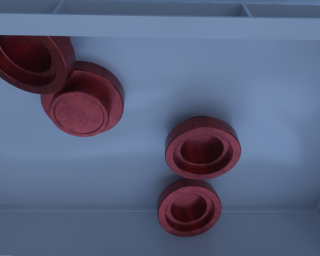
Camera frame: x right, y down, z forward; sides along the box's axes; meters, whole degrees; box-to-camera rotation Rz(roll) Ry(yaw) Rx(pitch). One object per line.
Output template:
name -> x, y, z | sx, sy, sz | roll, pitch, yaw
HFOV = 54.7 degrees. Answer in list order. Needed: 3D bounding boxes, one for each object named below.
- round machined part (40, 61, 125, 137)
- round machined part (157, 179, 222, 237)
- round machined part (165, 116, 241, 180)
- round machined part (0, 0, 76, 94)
round machined part -> -0.094, -0.027, 0.373 | 0.099, 0.042, 0.097 | -1, 130, 0
round machined part -> 0.044, 0.120, 0.489 | 0.099, 0.042, 0.097 | -3, 114, -6
round machined part -> 0.056, 0.023, 0.418 | 0.099, 0.042, 0.097 | -1, 130, 0
round machined part -> -0.131, -0.084, 0.313 | 0.098, 0.042, 0.097 | 11, 139, 10
